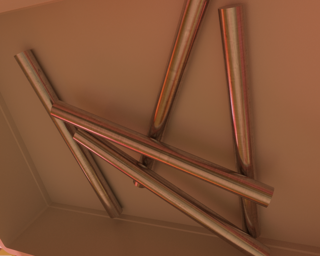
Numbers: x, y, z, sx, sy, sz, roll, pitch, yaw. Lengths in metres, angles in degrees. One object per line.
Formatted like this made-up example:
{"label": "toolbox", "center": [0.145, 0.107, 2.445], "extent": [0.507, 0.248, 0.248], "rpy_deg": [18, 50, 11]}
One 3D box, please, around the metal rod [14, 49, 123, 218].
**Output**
{"label": "metal rod", "center": [-0.137, 0.020, 0.490], "extent": [0.025, 0.025, 0.299], "rpy_deg": [-13, 112, 33]}

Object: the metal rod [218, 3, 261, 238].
{"label": "metal rod", "center": [0.098, 0.013, 0.364], "extent": [0.025, 0.025, 0.298], "rpy_deg": [2, 119, 27]}

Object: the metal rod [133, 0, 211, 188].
{"label": "metal rod", "center": [0.007, -0.032, 0.383], "extent": [0.025, 0.025, 0.298], "rpy_deg": [26, 128, 11]}

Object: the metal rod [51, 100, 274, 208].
{"label": "metal rod", "center": [-0.009, 0.027, 0.394], "extent": [0.301, 0.025, 0.025], "rpy_deg": [22, 126, 15]}

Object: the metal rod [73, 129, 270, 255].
{"label": "metal rod", "center": [0.011, 0.087, 0.421], "extent": [0.301, 0.025, 0.025], "rpy_deg": [33, 129, 6]}
